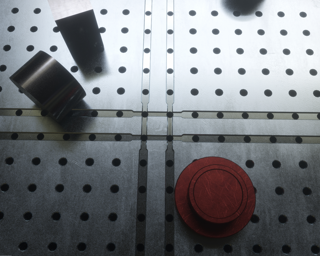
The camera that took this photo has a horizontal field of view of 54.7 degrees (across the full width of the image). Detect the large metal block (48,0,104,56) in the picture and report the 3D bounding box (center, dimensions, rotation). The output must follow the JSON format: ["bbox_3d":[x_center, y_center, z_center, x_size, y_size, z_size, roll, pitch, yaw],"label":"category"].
[{"bbox_3d":[-0.124,-0.165,0.442,0.050,0.080,0.080,-21,72,-7],"label":"large metal block"}]

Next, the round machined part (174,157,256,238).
[{"bbox_3d":[0.067,0.081,0.373,0.099,0.042,0.098,0,70,0],"label":"round machined part"}]

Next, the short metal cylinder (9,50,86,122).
[{"bbox_3d":[-0.143,-0.053,0.401,0.080,0.080,0.050,38,74,12],"label":"short metal cylinder"}]
